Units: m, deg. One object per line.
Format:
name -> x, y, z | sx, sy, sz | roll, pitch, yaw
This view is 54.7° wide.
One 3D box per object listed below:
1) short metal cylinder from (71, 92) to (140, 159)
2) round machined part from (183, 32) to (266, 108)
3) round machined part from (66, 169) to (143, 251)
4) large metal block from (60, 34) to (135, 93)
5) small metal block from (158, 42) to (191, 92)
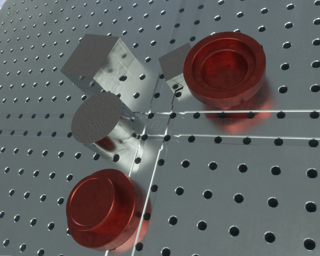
short metal cylinder -> -0.075, -0.003, 0.434 | 0.080, 0.050, 0.080 | -13, 56, 21
round machined part -> 0.081, -0.069, 0.390 | 0.098, 0.042, 0.098 | -7, 65, 15
round machined part -> -0.074, 0.095, 0.378 | 0.098, 0.042, 0.098 | -13, 56, 21
large metal block -> -0.102, -0.105, 0.510 | 0.080, 0.050, 0.080 | 17, 70, 34
small metal block -> 0.030, -0.088, 0.447 | 0.050, 0.025, 0.050 | -25, 53, 13
